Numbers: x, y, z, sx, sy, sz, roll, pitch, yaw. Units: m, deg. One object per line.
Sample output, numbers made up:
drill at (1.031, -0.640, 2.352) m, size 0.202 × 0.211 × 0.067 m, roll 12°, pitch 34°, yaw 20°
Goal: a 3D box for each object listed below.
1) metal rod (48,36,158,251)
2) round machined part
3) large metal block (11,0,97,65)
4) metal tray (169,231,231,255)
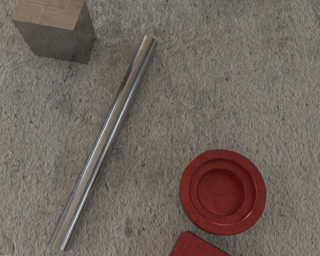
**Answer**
metal rod at (-0.066, 0.005, 0.405) m, size 0.025 × 0.025 × 0.300 m, roll 19°, pitch 71°, yaw 6°
round machined part at (0.072, 0.078, 0.372) m, size 0.099 × 0.042 × 0.098 m, roll 0°, pitch 70°, yaw -1°
large metal block at (-0.140, -0.137, 0.427) m, size 0.080 × 0.080 × 0.050 m, roll 11°, pitch 71°, yaw 3°
metal tray at (0.062, 0.185, 0.339) m, size 0.130 × 0.030 × 0.090 m, roll 28°, pitch 72°, yaw 9°
